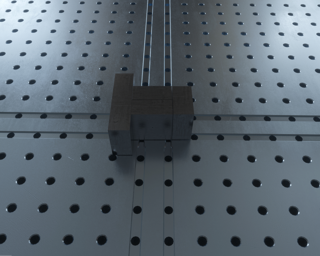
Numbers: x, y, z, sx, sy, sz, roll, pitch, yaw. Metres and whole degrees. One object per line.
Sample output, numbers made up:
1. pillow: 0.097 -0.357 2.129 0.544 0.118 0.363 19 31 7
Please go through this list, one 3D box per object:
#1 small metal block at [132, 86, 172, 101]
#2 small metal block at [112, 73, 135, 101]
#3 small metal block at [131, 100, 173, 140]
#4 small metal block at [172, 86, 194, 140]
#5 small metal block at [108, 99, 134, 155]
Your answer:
1. small metal block: -0.010 -0.029 0.415 0.050 0.050 0.025 0 50 -1
2. small metal block: -0.048 -0.039 0.423 0.025 0.050 0.050 0 50 0
3. small metal block: -0.010 -0.010 0.399 0.050 0.050 0.025 0 50 -1
4. small metal block: 0.028 -0.020 0.407 0.025 0.050 0.050 0 50 0
5. small metal block: -0.048 -0.001 0.390 0.025 0.050 0.050 0 50 0
